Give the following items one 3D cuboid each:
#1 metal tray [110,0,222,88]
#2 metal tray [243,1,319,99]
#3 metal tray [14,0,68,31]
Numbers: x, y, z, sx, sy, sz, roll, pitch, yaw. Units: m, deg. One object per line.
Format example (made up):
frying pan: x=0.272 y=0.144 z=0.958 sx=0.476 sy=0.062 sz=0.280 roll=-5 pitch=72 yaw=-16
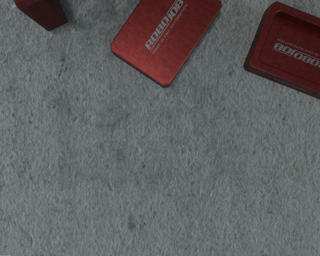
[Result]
metal tray: x=0.008 y=-0.130 z=0.408 sx=0.090 sy=0.030 sz=0.130 roll=34 pitch=90 yaw=-1
metal tray: x=0.189 y=-0.098 z=0.409 sx=0.131 sy=0.030 sz=0.090 roll=21 pitch=90 yaw=-1
metal tray: x=-0.164 y=-0.193 z=0.374 sx=0.030 sy=0.090 sz=0.129 roll=-25 pitch=90 yaw=2
